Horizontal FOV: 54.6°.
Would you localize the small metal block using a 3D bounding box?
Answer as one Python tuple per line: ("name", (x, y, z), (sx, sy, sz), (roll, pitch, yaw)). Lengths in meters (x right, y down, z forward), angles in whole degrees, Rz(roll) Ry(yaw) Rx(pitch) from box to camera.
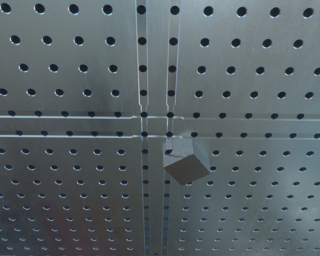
("small metal block", (0.040, 0.054, 0.457), (0.050, 0.025, 0.050), (-28, 125, 21))
